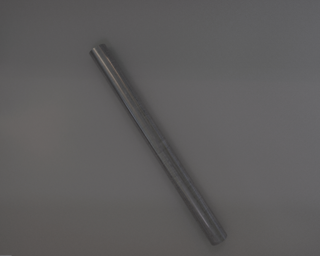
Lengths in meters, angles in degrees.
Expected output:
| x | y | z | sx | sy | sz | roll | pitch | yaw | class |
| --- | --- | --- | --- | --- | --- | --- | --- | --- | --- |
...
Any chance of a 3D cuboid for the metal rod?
| x | y | z | sx | sy | sz | roll | pitch | yaw | class |
| --- | --- | --- | --- | --- | --- | --- | --- | --- | --- |
| -0.002 | 0.022 | 0.411 | 0.025 | 0.025 | 0.299 | -33 | 90 | 0 | metal rod |
